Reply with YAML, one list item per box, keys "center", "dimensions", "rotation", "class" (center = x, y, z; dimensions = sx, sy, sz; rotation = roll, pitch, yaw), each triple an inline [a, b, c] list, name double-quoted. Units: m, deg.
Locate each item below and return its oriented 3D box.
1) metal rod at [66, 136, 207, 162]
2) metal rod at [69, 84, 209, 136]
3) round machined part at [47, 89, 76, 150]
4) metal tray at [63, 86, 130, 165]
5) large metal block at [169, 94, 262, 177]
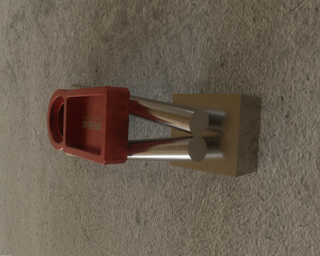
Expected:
- center: [-0.056, 0.029, 0.409]
  dimensions: [0.299, 0.025, 0.025]
  rotation: [-6, 86, 52]
  class: "metal rod"
- center: [-0.053, -0.033, 0.406]
  dimensions: [0.300, 0.025, 0.025]
  rotation: [18, 101, 51]
  class: "metal rod"
- center: [-0.146, -0.013, 0.505]
  dimensions: [0.098, 0.042, 0.097]
  rotation: [-1, 89, 50]
  class: "round machined part"
- center: [-0.088, -0.006, 0.406]
  dimensions: [0.130, 0.030, 0.089]
  rotation: [5, 93, 52]
  class: "metal tray"
- center: [0.059, 0.004, 0.338]
  dimensions: [0.080, 0.050, 0.079]
  rotation: [5, 93, 39]
  class: "large metal block"
